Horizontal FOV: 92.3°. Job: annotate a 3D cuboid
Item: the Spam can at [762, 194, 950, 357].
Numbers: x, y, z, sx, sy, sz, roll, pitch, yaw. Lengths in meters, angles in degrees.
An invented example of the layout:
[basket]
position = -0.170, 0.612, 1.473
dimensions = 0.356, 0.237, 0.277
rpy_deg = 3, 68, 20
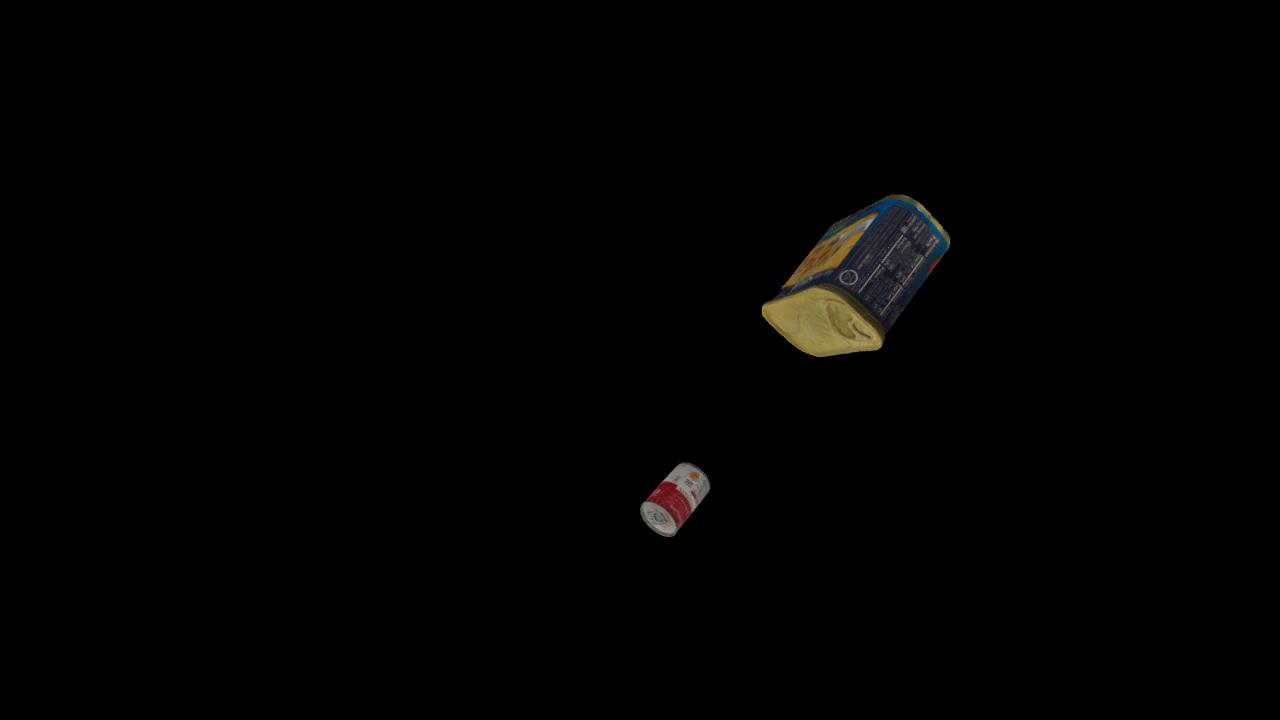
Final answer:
[Spam can]
position = 0.142, -0.054, 0.413
dimensions = 0.058, 0.085, 0.101
rpy_deg = 41, -12, -8

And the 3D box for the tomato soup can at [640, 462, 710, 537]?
[tomato soup can]
position = 0.056, 0.214, 0.951
dimensions = 0.068, 0.068, 0.101
rpy_deg = 0, 30, 42
